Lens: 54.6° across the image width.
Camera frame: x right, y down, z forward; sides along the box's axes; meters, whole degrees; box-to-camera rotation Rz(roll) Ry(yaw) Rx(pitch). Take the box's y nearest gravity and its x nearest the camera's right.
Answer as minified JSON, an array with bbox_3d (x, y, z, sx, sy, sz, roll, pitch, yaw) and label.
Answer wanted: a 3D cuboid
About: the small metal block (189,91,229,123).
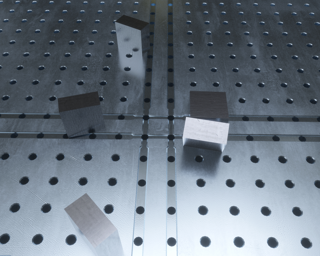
[{"bbox_3d":[0.066,-0.024,0.429,0.050,0.025,0.050,2,50,2],"label":"small metal block"}]

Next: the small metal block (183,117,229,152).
[{"bbox_3d":[0.055,0.009,0.380,0.050,0.050,0.025,9,76,7],"label":"small metal block"}]

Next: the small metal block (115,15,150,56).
[{"bbox_3d":[-0.045,-0.156,0.522,0.050,0.050,0.025,24,54,19],"label":"small metal block"}]

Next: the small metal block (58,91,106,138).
[{"bbox_3d":[-0.101,-0.017,0.406,0.050,0.050,0.025,-12,51,-10],"label":"small metal block"}]

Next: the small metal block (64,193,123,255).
[{"bbox_3d":[-0.065,0.100,0.307,0.025,0.050,0.050,-35,59,-26],"label":"small metal block"}]
